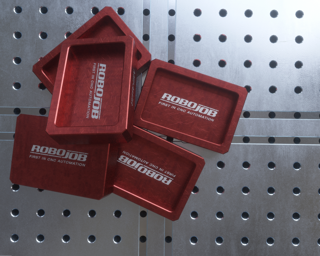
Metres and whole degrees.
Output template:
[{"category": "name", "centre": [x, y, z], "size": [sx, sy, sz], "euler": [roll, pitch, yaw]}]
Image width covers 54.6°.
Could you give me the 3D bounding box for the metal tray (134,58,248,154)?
[{"category": "metal tray", "centre": [0.038, -0.028, 0.410], "size": [0.131, 0.030, 0.090], "euler": [18, 91, 0]}]

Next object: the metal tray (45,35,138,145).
[{"category": "metal tray", "centre": [-0.076, -0.047, 0.368], "size": [0.090, 0.030, 0.130], "euler": [-2, 66, 7]}]

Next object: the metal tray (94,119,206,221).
[{"category": "metal tray", "centre": [-0.018, 0.053, 0.410], "size": [0.130, 0.030, 0.090], "euler": [25, 90, 0]}]

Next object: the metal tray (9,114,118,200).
[{"category": "metal tray", "centre": [-0.121, 0.034, 0.393], "size": [0.130, 0.030, 0.090], "euler": [7, 91, 14]}]

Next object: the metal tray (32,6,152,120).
[{"category": "metal tray", "centre": [-0.087, -0.083, 0.409], "size": [0.130, 0.030, 0.090], "euler": [-39, 89, 0]}]
